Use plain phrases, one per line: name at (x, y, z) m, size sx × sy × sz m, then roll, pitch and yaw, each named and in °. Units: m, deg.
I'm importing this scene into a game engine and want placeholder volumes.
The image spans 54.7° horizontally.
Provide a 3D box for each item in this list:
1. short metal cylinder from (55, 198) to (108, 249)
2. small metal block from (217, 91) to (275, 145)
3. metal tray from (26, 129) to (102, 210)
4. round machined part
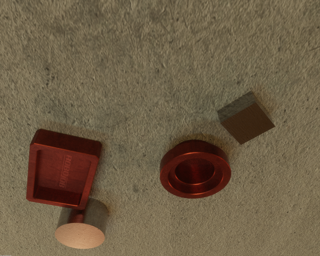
short metal cylinder at (-0.131, 0.162, 0.527) m, size 0.081 × 0.050 × 0.079 m, roll 0°, pitch 130°, yaw 0°
small metal block at (0.111, -0.012, 0.399) m, size 0.050 × 0.025 × 0.050 m, roll -33°, pitch 123°, yaw 24°
metal tray at (-0.144, 0.066, 0.457) m, size 0.091 × 0.030 × 0.129 m, roll 13°, pitch 129°, yaw -12°
round machined part at (0.049, 0.055, 0.444) m, size 0.099 × 0.042 × 0.097 m, roll -1°, pitch 130°, yaw 0°
